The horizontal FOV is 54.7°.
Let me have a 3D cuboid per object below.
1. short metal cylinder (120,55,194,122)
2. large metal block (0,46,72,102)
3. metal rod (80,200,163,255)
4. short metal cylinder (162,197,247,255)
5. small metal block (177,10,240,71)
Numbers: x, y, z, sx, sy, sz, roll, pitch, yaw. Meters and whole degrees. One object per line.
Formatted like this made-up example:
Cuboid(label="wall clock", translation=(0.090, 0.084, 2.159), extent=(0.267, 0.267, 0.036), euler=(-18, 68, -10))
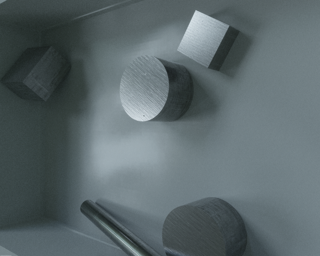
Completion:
Cuboid(label="short metal cylinder", translation=(-0.005, -0.048, 0.393), extent=(0.080, 0.050, 0.079), euler=(0, 90, 39))
Cuboid(label="large metal block", translation=(-0.217, -0.095, 0.542), extent=(0.080, 0.050, 0.080), euler=(8, 61, 39))
Cuboid(label="metal rod", translation=(-0.030, 0.148, 0.382), extent=(0.300, 0.025, 0.025), euler=(13, 99, 53))
Cuboid(label="short metal cylinder", translation=(0.049, 0.122, 0.348), extent=(0.080, 0.050, 0.079), euler=(0, 90, 39))
Cuboid(label="small metal block", translation=(0.055, -0.101, 0.360), extent=(0.050, 0.025, 0.050), euler=(39, 114, 32))
